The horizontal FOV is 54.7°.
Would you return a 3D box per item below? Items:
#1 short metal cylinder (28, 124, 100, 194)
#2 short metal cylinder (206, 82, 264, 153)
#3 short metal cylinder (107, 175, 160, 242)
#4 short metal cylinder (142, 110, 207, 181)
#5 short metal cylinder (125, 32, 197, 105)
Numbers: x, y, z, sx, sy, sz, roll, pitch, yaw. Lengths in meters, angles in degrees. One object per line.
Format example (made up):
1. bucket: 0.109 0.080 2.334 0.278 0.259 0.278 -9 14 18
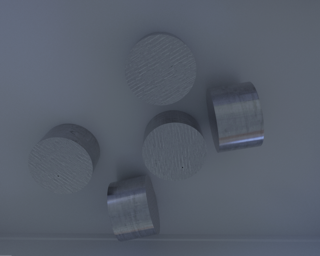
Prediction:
1. short metal cylinder: -0.125 0.040 0.411 0.081 0.050 0.079 0 110 0
2. short metal cylinder: 0.089 -0.013 0.378 0.050 0.080 0.079 -9 110 3
3. short metal cylinder: -0.034 0.108 0.421 0.050 0.080 0.080 -13 110 5
4. short metal cylinder: 0.018 0.022 0.406 0.081 0.050 0.079 0 110 0
5. short metal cylinder: 0.001 -0.072 0.371 0.081 0.050 0.079 0 110 0
